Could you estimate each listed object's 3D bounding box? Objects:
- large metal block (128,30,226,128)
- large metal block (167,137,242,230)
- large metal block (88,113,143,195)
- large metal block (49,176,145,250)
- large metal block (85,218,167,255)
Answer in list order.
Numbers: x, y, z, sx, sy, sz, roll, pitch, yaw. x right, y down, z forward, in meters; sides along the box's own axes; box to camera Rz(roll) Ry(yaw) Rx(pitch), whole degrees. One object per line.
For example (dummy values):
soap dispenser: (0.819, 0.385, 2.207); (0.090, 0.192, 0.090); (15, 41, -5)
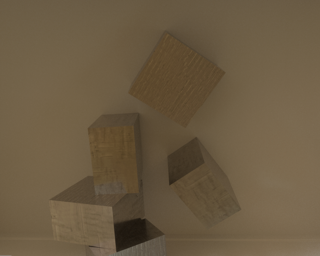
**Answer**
large metal block: (0.019, -0.060, 0.376); (0.080, 0.050, 0.080); (31, 107, -11)
large metal block: (0.055, 0.070, 0.409); (0.050, 0.080, 0.080); (-35, 107, 12)
large metal block: (-0.052, 0.028, 0.387); (0.050, 0.080, 0.079); (-3, 103, 1)
large metal block: (-0.073, 0.098, 0.378); (0.080, 0.080, 0.050); (1, 102, 20)
large metal block: (-0.038, 0.164, 0.365); (0.081, 0.050, 0.079); (-10, 102, -28)
